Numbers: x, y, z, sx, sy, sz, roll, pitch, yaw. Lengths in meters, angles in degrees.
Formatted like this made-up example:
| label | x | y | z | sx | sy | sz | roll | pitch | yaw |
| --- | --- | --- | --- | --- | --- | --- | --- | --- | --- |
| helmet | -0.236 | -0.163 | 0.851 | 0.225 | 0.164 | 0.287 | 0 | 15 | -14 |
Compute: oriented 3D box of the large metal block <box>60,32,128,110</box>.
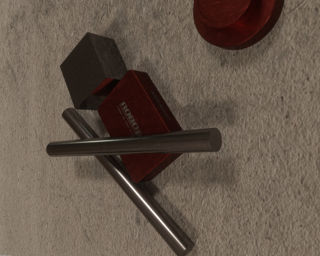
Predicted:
| label | x | y | z | sx | sy | sz | roll | pitch | yaw |
| --- | --- | --- | --- | --- | --- | --- | --- | --- | --- |
| large metal block | -0.098 | -0.082 | 0.467 | 0.080 | 0.050 | 0.080 | -37 | 68 | 33 |

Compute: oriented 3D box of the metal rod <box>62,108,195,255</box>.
| label | x | y | z | sx | sy | sz | roll | pitch | yaw |
| --- | --- | --- | --- | --- | --- | --- | --- | --- | --- |
| metal rod | -0.062 | 0.062 | 0.453 | 0.300 | 0.025 | 0.025 | 43 | 116 | 31 |

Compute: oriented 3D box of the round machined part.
| label | x | y | z | sx | sy | sz | roll | pitch | yaw |
| --- | --- | --- | --- | --- | --- | --- | --- | --- | --- |
| round machined part | 0.076 | -0.136 | 0.330 | 0.098 | 0.042 | 0.097 | 0 | 90 | 39 |

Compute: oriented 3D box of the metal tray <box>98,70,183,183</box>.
| label | x | y | z | sx | sy | sz | roll | pitch | yaw |
| --- | --- | --- | --- | --- | --- | --- | --- | --- | --- |
| metal tray | -0.027 | -0.003 | 0.422 | 0.090 | 0.030 | 0.130 | -44 | 64 | 30 |

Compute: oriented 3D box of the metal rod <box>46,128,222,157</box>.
| label | x | y | z | sx | sy | sz | roll | pitch | yaw |
| --- | --- | --- | --- | --- | --- | --- | --- | --- | --- |
| metal rod | -0.058 | 0.023 | 0.411 | 0.300 | 0.025 | 0.025 | -6 | 87 | 39 |
